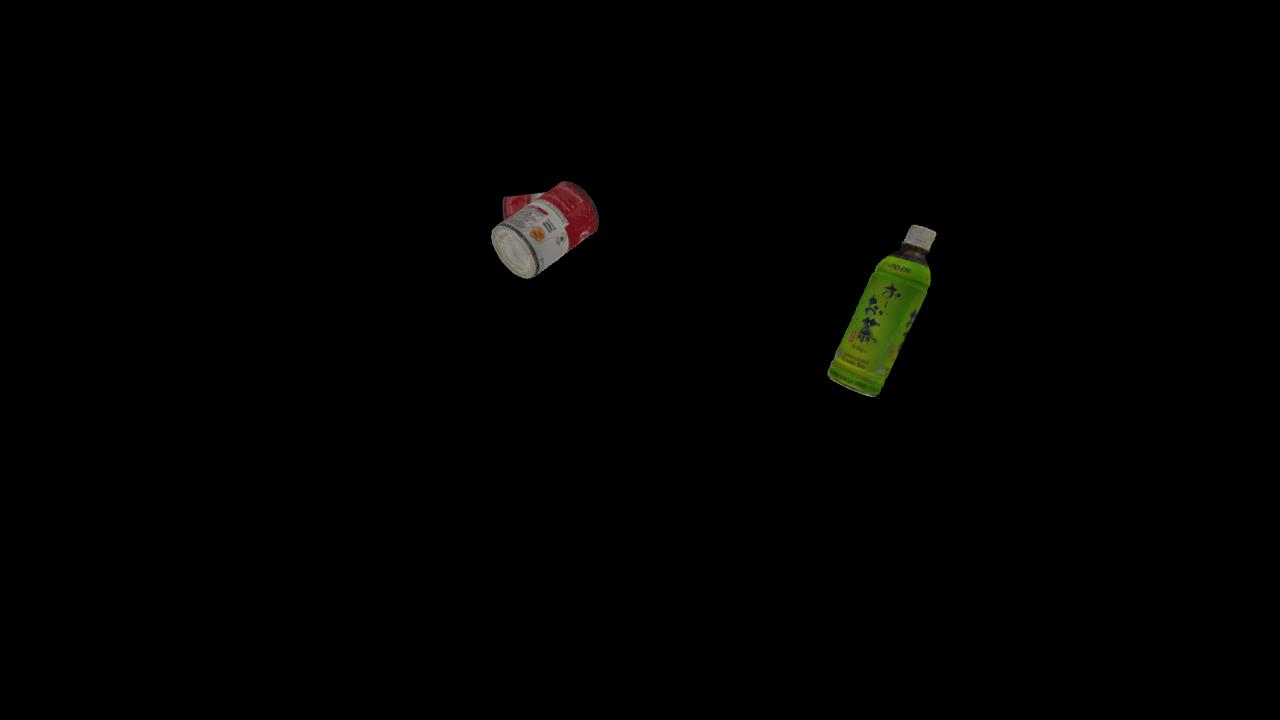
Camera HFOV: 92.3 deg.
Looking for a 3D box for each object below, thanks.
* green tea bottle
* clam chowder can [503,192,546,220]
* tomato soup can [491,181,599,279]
[{"bbox_3d":[0.304,-0.062,0.761,0.073,0.212,0.073,18,11,-4],"label":"green tea bottle"},{"bbox_3d":[-0.157,-0.228,0.965,0.102,0.068,0.068,-6,0,3],"label":"clam chowder can"},{"bbox_3d":[-0.102,-0.141,0.669,0.068,0.068,0.101,0,36,49],"label":"tomato soup can"}]
